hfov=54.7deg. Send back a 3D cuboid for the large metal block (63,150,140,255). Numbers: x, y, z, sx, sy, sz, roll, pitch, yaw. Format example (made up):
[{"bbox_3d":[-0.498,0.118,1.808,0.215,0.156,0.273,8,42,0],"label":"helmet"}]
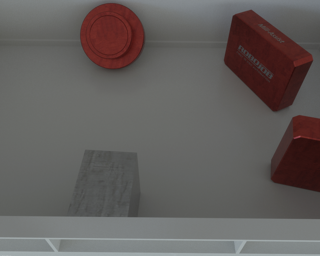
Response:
[{"bbox_3d":[-0.050,0.078,0.303,0.050,0.080,0.080,3,50,2],"label":"large metal block"}]

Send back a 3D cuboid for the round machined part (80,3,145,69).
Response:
[{"bbox_3d":[-0.073,-0.139,0.471,0.099,0.097,0.042,4,12,2],"label":"round machined part"}]

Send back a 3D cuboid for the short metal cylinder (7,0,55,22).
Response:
[{"bbox_3d":[-0.250,-0.248,0.596,0.081,0.050,0.080,0,50,0],"label":"short metal cylinder"}]

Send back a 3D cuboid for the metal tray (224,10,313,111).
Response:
[{"bbox_3d":[0.148,-0.098,0.447,0.030,0.089,0.130,-21,54,-17],"label":"metal tray"}]

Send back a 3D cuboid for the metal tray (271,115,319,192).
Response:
[{"bbox_3d":[0.198,0.037,0.334,0.131,0.089,0.030,11,51,8],"label":"metal tray"}]
